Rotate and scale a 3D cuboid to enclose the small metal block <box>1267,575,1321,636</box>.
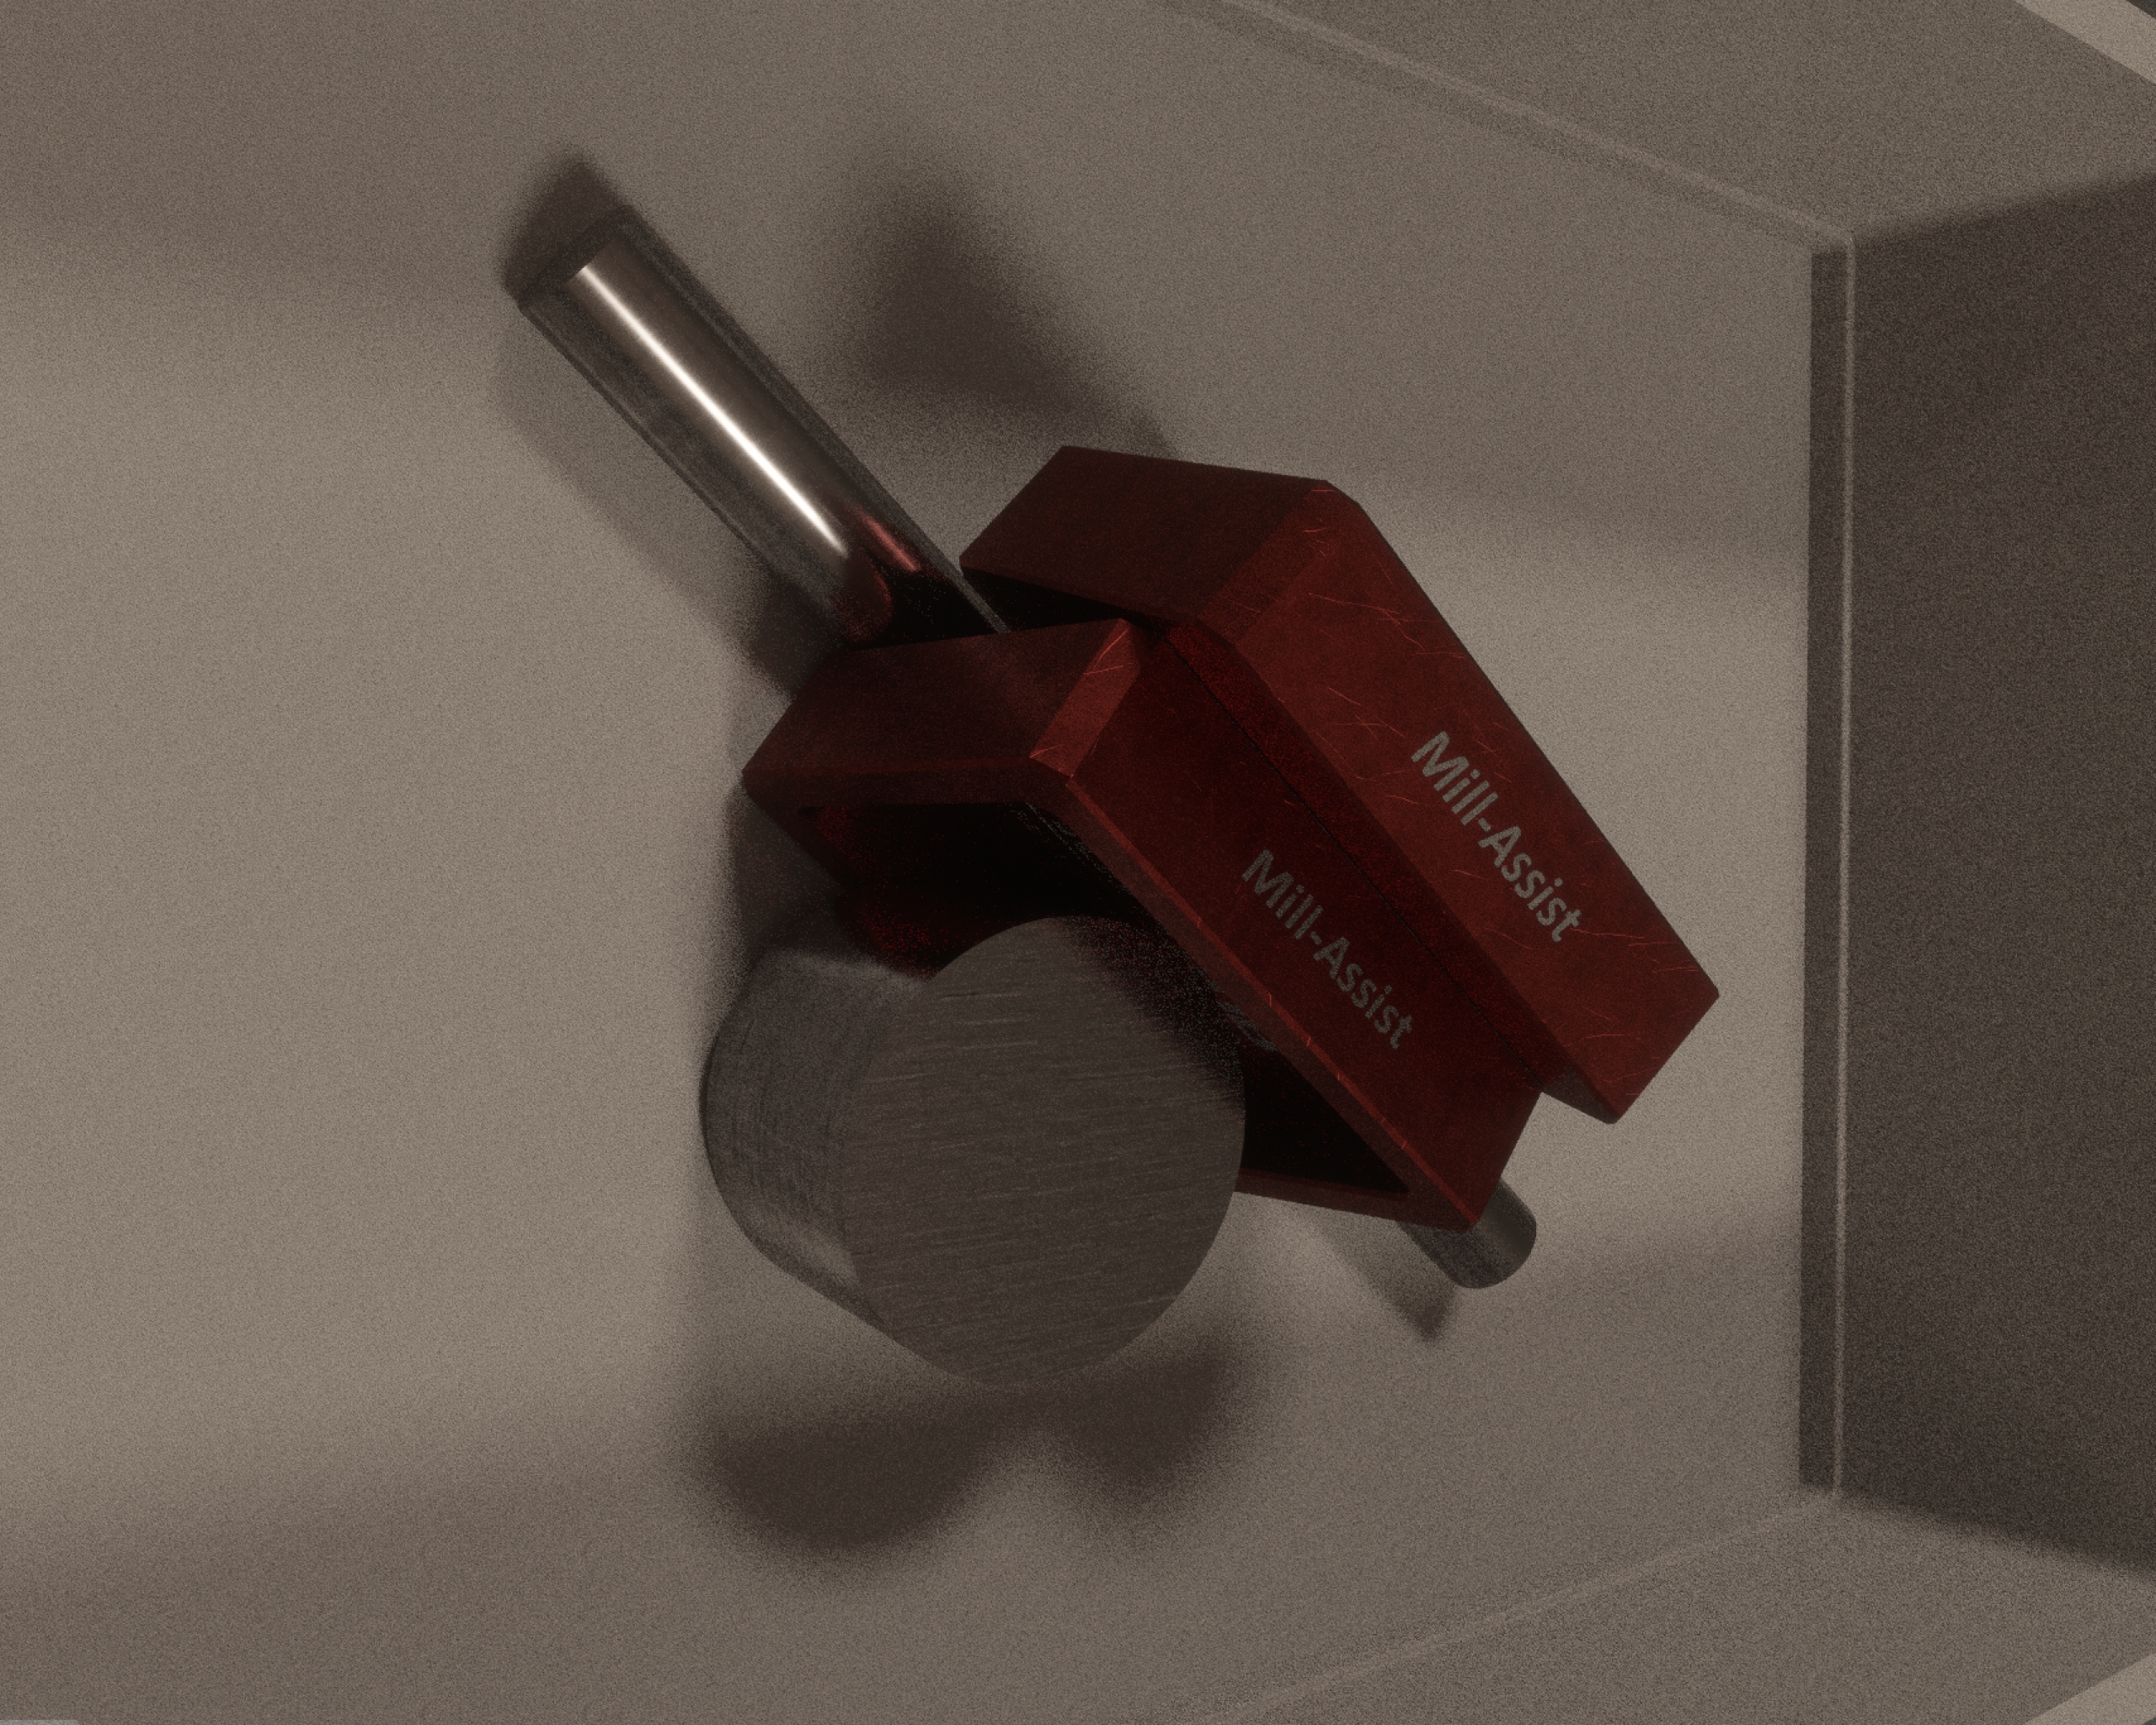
[{"bbox_3d":[0.025,-0.041,0.427,0.050,0.025,0.050,48,61,-30],"label":"small metal block"}]

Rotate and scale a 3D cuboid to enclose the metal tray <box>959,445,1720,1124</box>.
[{"bbox_3d":[0.046,-0.014,0.370,0.030,0.090,0.130,-49,121,-9],"label":"metal tray"}]

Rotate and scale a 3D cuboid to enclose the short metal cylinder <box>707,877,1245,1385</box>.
[{"bbox_3d":[-0.018,0.045,0.368,0.081,0.050,0.079,-6,100,-34],"label":"short metal cylinder"}]

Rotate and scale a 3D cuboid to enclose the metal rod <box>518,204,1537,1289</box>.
[{"bbox_3d":[0.007,-0.005,0.415,0.300,0.025,0.025,46,62,-30],"label":"metal rod"}]

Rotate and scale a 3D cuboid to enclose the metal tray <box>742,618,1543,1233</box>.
[{"bbox_3d":[0.012,0.014,0.375,0.130,0.090,0.030,47,62,-30],"label":"metal tray"}]
